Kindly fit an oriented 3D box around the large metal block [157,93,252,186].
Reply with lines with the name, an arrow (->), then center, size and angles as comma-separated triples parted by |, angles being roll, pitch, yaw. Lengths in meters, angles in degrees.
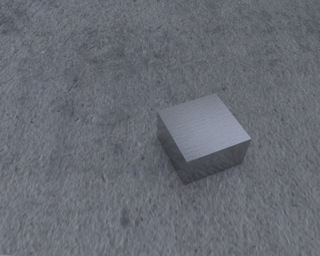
large metal block -> 0.049, 0.012, 0.378 | 0.081, 0.050, 0.080 | -18, 53, -15
